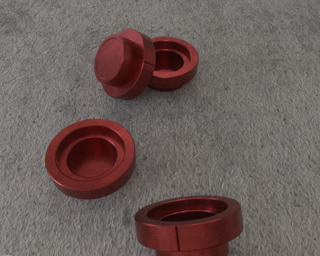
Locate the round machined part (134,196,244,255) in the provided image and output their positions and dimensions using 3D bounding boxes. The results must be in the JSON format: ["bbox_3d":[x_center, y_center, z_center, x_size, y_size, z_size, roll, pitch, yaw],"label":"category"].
[{"bbox_3d":[0.028,0.096,0.288,0.099,0.098,0.042,-7,90,-6],"label":"round machined part"}]

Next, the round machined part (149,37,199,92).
[{"bbox_3d":[0.008,-0.093,0.470,0.099,0.042,0.098,0,50,0],"label":"round machined part"}]

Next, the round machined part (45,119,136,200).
[{"bbox_3d":[-0.077,0.039,0.359,0.099,0.042,0.098,0,50,0],"label":"round machined part"}]

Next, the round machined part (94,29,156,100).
[{"bbox_3d":[-0.055,-0.090,0.429,0.042,0.098,0.098,11,36,-44],"label":"round machined part"}]
